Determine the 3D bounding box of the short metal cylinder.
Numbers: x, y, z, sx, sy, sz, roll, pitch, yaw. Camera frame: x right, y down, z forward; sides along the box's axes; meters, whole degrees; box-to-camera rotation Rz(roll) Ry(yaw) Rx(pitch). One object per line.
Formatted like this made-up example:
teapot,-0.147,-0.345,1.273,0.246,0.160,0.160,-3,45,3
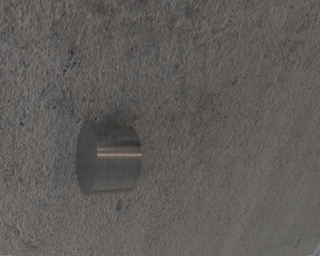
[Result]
short metal cylinder,-0.061,0.036,0.359,0.050,0.080,0.079,3,117,-30
